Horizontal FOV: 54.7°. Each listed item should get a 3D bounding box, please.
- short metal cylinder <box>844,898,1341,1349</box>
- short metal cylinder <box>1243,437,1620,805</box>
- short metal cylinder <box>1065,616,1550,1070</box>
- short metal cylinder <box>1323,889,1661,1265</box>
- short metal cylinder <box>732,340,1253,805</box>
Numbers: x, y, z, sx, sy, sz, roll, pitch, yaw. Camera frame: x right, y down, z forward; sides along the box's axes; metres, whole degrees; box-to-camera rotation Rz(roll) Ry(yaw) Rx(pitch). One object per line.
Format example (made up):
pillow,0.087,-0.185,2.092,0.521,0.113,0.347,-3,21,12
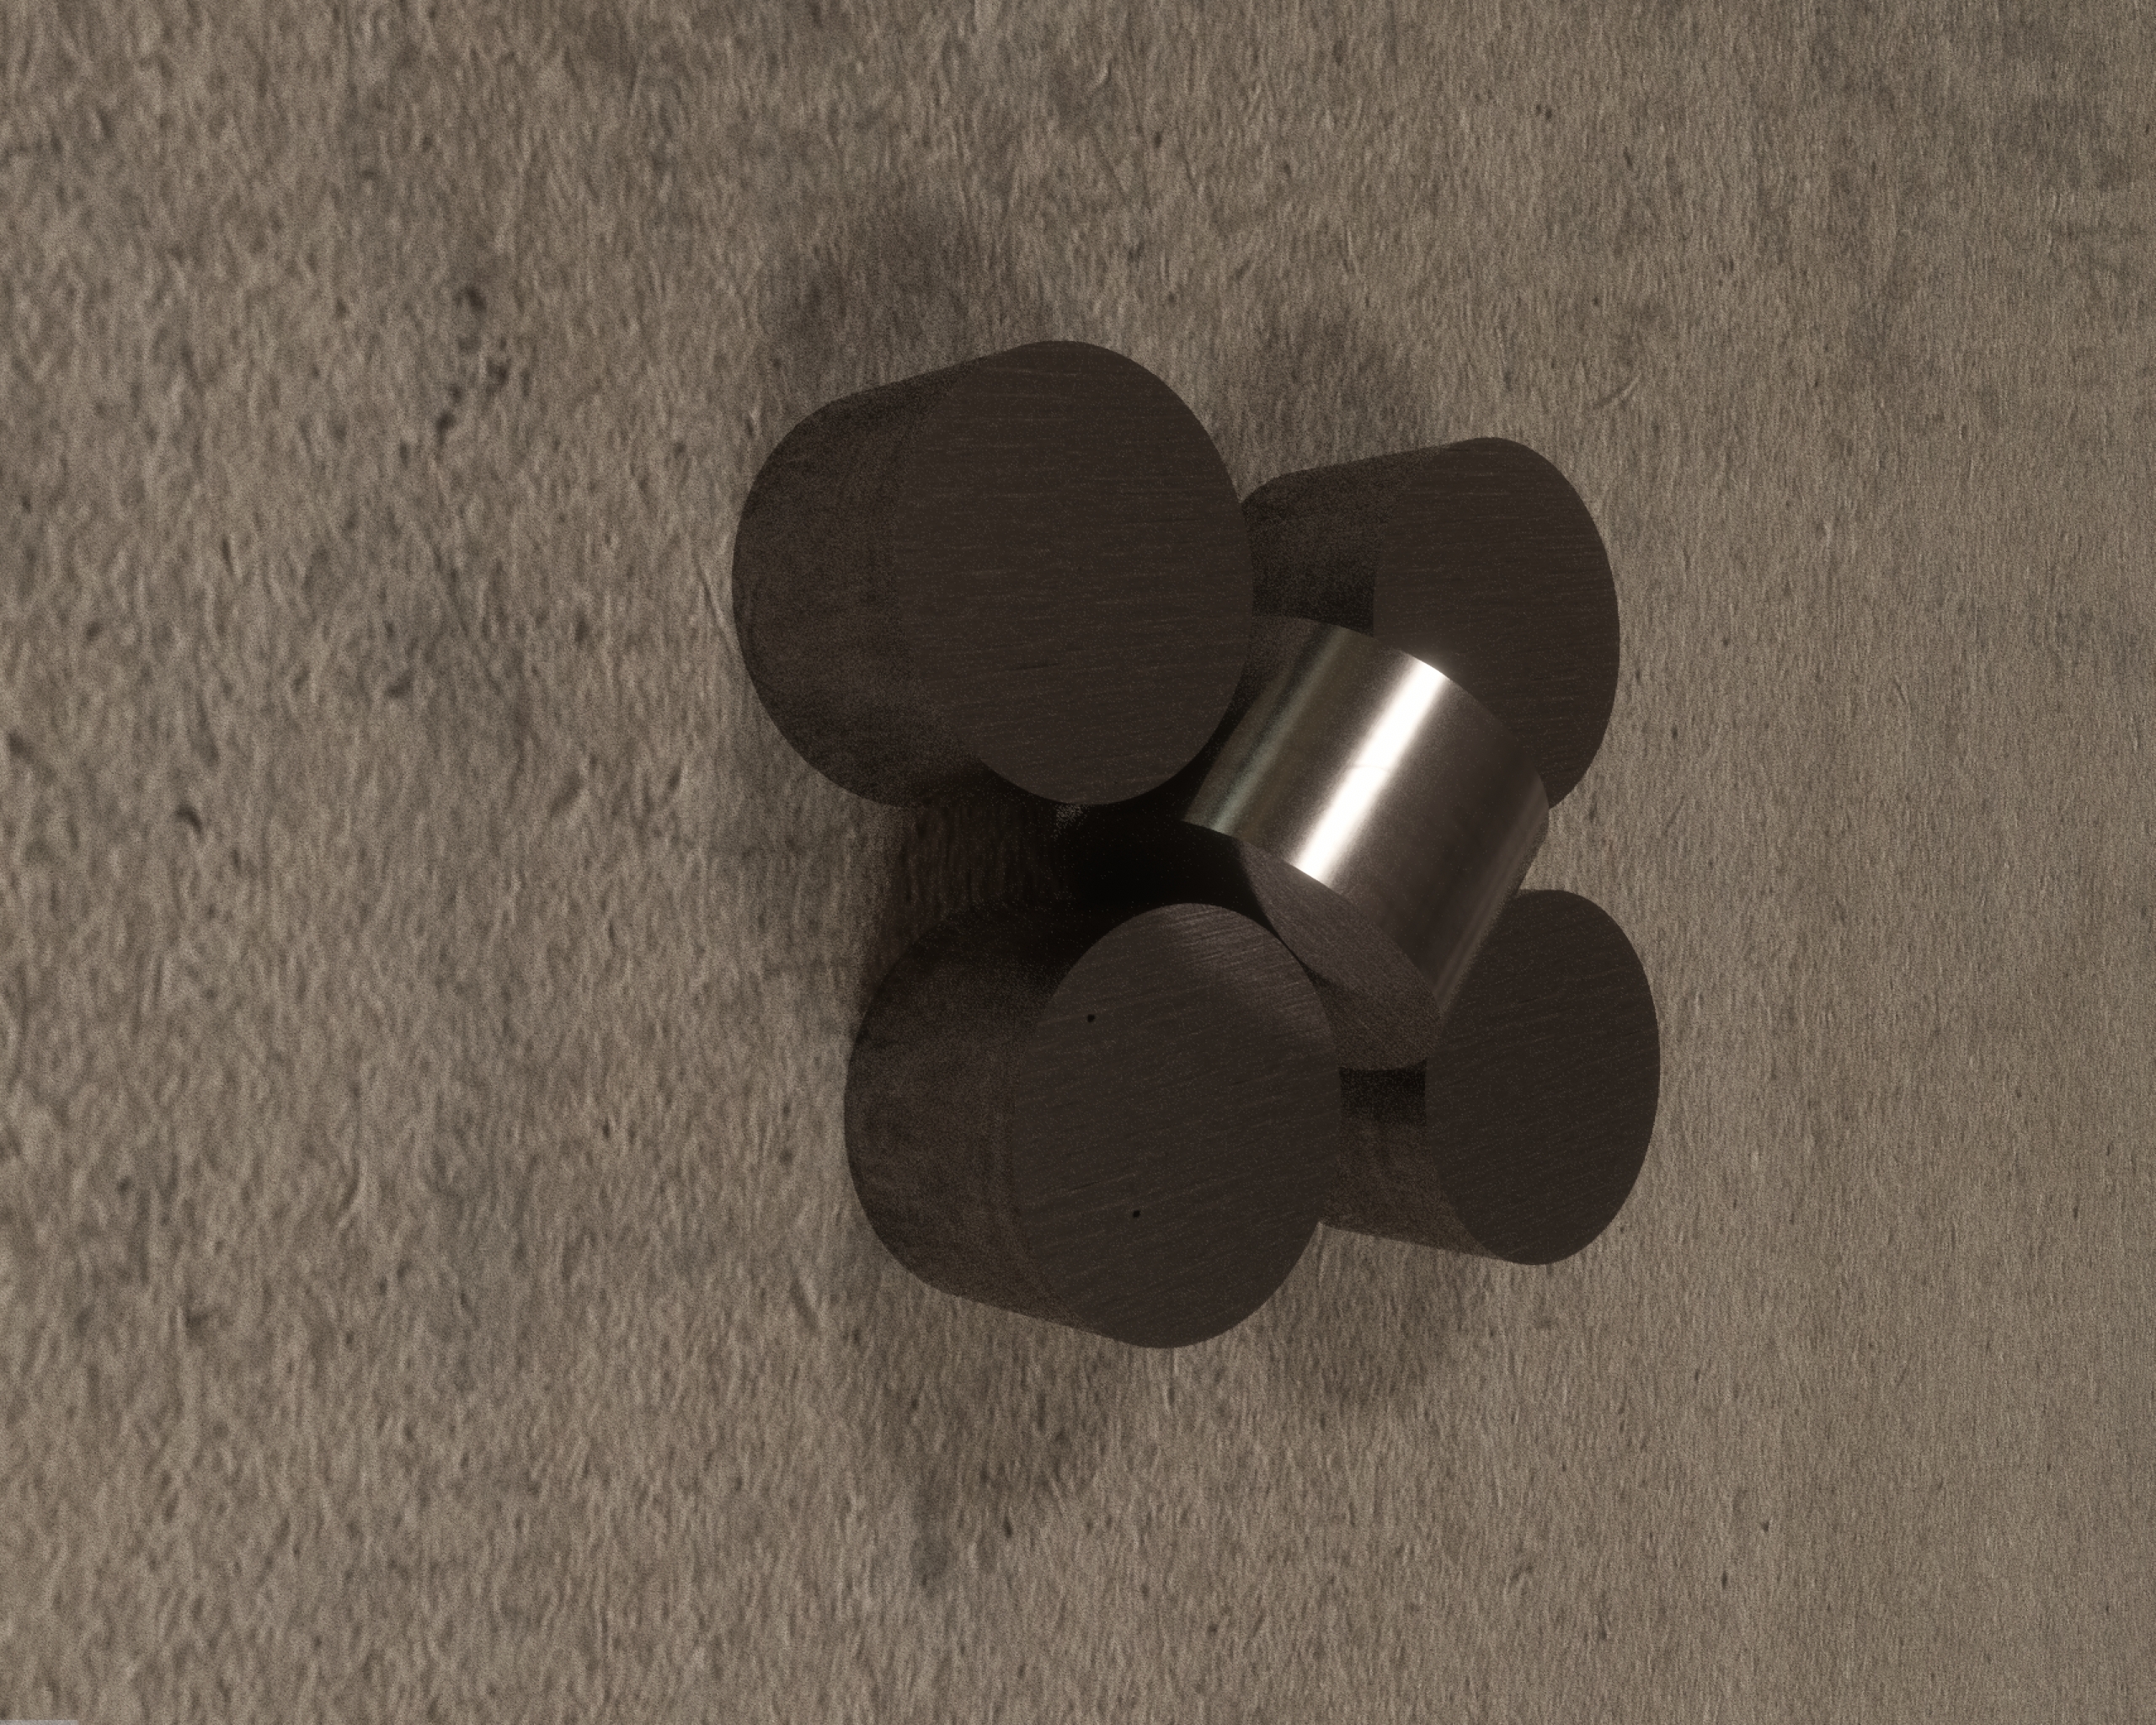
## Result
short metal cylinder,0.004,0.047,0.394,0.081,0.050,0.079,0,90,-40
short metal cylinder,0.072,-0.048,0.450,0.081,0.050,0.079,0,90,-40
short metal cylinder,0.045,-0.003,0.411,0.080,0.080,0.050,47,62,-30
short metal cylinder,0.084,0.045,0.462,0.081,0.050,0.079,0,90,-40
short metal cylinder,-0.015,-0.050,0.378,0.081,0.050,0.079,0,90,-40
